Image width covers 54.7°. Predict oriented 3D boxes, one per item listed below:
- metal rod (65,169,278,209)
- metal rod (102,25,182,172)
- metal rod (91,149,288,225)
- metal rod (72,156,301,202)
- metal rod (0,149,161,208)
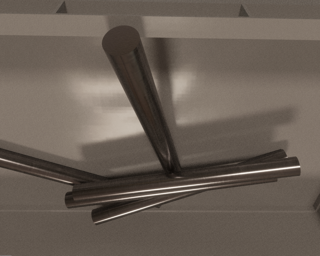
[{"bbox_3d":[0.010,0.085,0.444,0.301,0.025,0.025,-9,130,8],"label":"metal rod"},{"bbox_3d":[-0.002,0.005,0.334,0.025,0.025,0.299,-8,155,6],"label":"metal rod"},{"bbox_3d":[0.040,0.091,0.465,0.301,0.025,0.025,-19,128,7],"label":"metal rod"},{"bbox_3d":[0.028,0.071,0.418,0.301,0.025,0.025,-8,130,8],"label":"metal rod"},{"bbox_3d":[-0.137,0.074,0.469,0.302,0.025,0.025,19,128,-16],"label":"metal rod"}]
